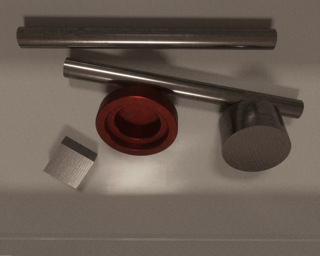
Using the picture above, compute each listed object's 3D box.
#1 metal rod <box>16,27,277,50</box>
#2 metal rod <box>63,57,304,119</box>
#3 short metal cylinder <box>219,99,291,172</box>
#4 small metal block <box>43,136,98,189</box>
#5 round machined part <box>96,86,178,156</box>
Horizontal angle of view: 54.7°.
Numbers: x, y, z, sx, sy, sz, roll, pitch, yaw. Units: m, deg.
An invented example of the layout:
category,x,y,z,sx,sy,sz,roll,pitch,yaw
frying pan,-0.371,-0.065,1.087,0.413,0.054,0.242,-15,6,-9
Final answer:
category,x,y,z,sx,sy,sz,roll,pitch,yaw
metal rod,-0.014,-0.107,0.371,0.302,0.025,0.025,0,110,-1
metal rod,0.033,-0.050,0.393,0.302,0.025,0.025,10,110,-4
short metal cylinder,0.117,0.010,0.389,0.080,0.050,0.079,2,132,3
small metal block,-0.123,0.047,0.427,0.050,0.025,0.050,32,107,-12
round machined part,-0.027,-0.013,0.385,0.099,0.042,0.097,2,133,2
